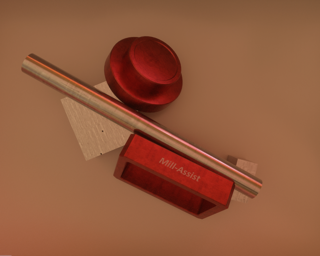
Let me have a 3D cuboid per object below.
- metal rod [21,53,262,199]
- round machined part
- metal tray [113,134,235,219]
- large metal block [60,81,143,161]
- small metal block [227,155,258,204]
[{"bbox_3d":[-0.020,-0.002,0.358,0.301,0.025,0.025,29,90,-1],"label":"metal rod"},{"bbox_3d":[-0.014,-0.071,0.375,0.099,0.042,0.098,14,59,-25],"label":"round machined part"},{"bbox_3d":[0.012,0.063,0.374,0.131,0.090,0.030,26,63,-1],"label":"metal tray"},{"bbox_3d":[-0.067,-0.013,0.396,0.080,0.050,0.080,-22,90,-1],"label":"large metal block"},{"bbox_3d":[0.100,0.064,0.399,0.025,0.050,0.050,15,90,0],"label":"small metal block"}]
